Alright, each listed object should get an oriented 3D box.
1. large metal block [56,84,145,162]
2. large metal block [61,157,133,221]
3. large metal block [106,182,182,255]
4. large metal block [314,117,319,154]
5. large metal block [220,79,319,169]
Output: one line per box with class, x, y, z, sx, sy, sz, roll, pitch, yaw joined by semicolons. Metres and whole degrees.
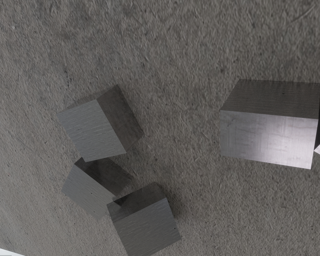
large metal block;-0.082;-0.005;0.431;0.080;0.050;0.080;-15;111;34
large metal block;-0.103;0.091;0.501;0.080;0.050;0.080;37;129;3
large metal block;-0.024;0.140;0.463;0.050;0.080;0.080;40;151;64
large metal block;0.182;-0.015;0.266;0.050;0.080;0.079;32;129;8
large metal block;0.110;-0.009;0.307;0.080;0.080;0.050;7;122;24
